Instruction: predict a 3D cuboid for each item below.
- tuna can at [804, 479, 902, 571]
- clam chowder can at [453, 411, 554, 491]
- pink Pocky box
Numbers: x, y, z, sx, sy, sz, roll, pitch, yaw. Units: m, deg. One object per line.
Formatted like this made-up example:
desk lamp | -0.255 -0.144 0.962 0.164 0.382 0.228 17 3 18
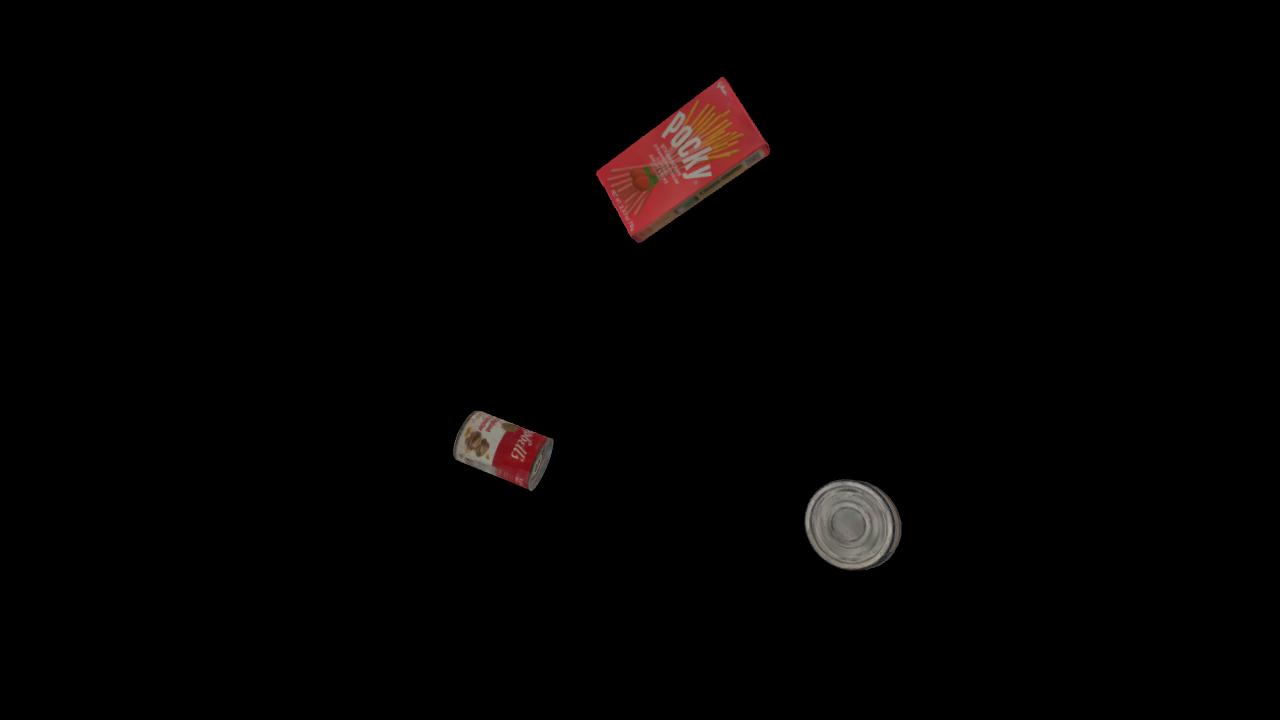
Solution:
tuna can | 0.201 0.156 0.584 0.084 0.084 0.034 0 -12 33
clam chowder can | -0.166 0.109 0.749 0.102 0.068 0.068 20 3 7
pink Pocky box | 0.039 -0.192 0.598 0.155 0.084 0.029 -31 -15 17
